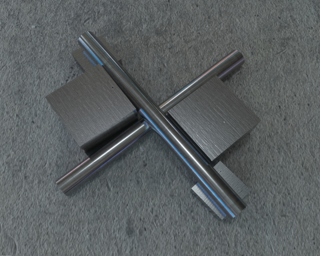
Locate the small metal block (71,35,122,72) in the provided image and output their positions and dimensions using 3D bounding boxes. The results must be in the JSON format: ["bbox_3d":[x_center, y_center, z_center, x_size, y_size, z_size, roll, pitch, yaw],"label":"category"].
[{"bbox_3d":[-0.089,-0.097,0.445,0.050,0.025,0.050,-36,74,-12],"label":"small metal block"}]

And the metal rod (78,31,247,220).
[{"bbox_3d":[-0.007,-0.014,0.387,0.025,0.025,0.300,-38,75,-13],"label":"metal rod"}]

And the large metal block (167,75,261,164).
[{"bbox_3d":[0.066,-0.006,0.399,0.080,0.050,0.080,-37,74,-13],"label":"large metal block"}]

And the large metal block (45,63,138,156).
[{"bbox_3d":[-0.085,-0.022,0.402,0.080,0.050,0.080,-35,74,-12],"label":"large metal block"}]

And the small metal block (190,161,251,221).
[{"bbox_3d":[0.073,0.078,0.382,0.050,0.025,0.050,-41,75,-14],"label":"small metal block"}]

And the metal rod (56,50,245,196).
[{"bbox_3d":[-0.004,-0.014,0.415,0.301,0.025,0.025,-37,74,-13],"label":"metal rod"}]
